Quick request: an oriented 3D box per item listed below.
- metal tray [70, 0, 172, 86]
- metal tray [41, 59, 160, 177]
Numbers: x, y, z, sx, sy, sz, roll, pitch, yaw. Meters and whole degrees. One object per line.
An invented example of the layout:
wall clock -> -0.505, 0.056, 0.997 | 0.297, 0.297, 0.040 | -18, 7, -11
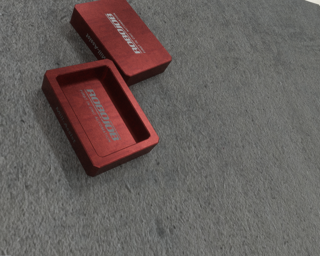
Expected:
metal tray -> -0.055, -0.127, 0.448 | 0.091, 0.030, 0.130 | -30, 78, -38
metal tray -> -0.071, -0.017, 0.372 | 0.091, 0.030, 0.130 | -22, 73, -36
